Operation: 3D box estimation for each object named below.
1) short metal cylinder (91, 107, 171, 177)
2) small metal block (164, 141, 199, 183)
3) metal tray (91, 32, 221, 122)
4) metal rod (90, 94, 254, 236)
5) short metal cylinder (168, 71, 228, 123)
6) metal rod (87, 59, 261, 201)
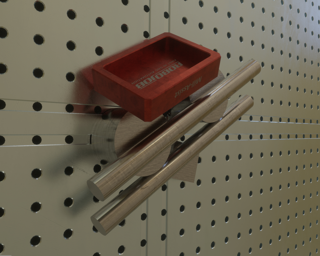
[{"bbox_3d":[-0.033,0.014,0.367,0.081,0.050,0.079,0,90,-40],"label":"short metal cylinder"},{"bbox_3d":[0.026,0.047,0.432,0.050,0.025,0.050,19,78,-39],"label":"small metal block"},{"bbox_3d":[-0.002,-0.067,0.365,0.131,0.090,0.030,-36,144,-35],"label":"metal tray"},{"bbox_3d":[0.037,0.030,0.408,0.302,0.025,0.025,-36,112,-34],"label":"metal rod"},{"bbox_3d":[0.052,-0.047,0.439,0.081,0.050,0.079,0,90,-40],"label":"short metal cylinder"},{"bbox_3d":[0.039,-0.015,0.377,0.302,0.025,0.025,-37,113,-34],"label":"metal rod"}]
